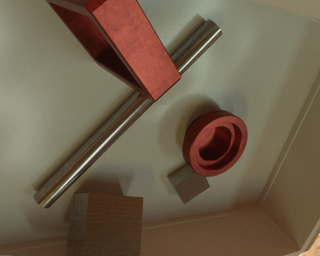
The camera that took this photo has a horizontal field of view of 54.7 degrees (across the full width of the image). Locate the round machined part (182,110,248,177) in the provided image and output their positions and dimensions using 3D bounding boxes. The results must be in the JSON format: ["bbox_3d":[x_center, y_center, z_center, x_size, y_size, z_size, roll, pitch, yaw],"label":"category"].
[{"bbox_3d":[0.075,0.018,0.449,0.099,0.042,0.097,-13,120,-23],"label":"round machined part"}]

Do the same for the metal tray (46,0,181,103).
[{"bbox_3d":[-0.046,-0.081,0.265,0.030,0.130,0.090,-44,130,-7],"label":"metal tray"}]

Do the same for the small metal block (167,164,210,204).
[{"bbox_3d":[0.046,0.085,0.488,0.050,0.025,0.050,-33,129,-7],"label":"small metal block"}]

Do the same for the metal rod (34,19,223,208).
[{"bbox_3d":[-0.040,-0.015,0.378,0.300,0.025,0.025,-45,130,3],"label":"metal rod"}]

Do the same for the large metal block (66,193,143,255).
[{"bbox_3d":[-0.072,0.130,0.409,0.081,0.050,0.080,14,69,-35],"label":"large metal block"}]
